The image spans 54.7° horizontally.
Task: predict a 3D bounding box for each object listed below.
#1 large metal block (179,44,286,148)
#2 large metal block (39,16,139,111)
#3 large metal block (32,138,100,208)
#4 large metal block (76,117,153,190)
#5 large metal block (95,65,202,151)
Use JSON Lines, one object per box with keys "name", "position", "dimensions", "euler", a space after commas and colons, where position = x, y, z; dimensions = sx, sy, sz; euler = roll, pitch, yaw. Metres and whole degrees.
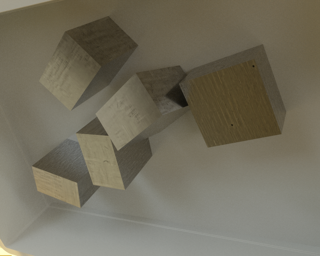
{"name": "large metal block", "position": [0.079, -0.032, 0.330], "dimensions": [0.080, 0.050, 0.080], "euler": [-14, 112, 33]}
{"name": "large metal block", "position": [-0.083, -0.077, 0.368], "dimensions": [0.050, 0.080, 0.080], "euler": [44, 129, -3]}
{"name": "large metal block", "position": [-0.135, 0.067, 0.484], "dimensions": [0.080, 0.080, 0.050], "euler": [15, 125, 19]}
{"name": "large metal block", "position": [-0.057, 0.023, 0.416], "dimensions": [0.050, 0.080, 0.079], "euler": [3, 120, 26]}
{"name": "large metal block", "position": [-0.012, -0.024, 0.356], "dimensions": [0.080, 0.081, 0.050], "euler": [-38, 81, 38]}
